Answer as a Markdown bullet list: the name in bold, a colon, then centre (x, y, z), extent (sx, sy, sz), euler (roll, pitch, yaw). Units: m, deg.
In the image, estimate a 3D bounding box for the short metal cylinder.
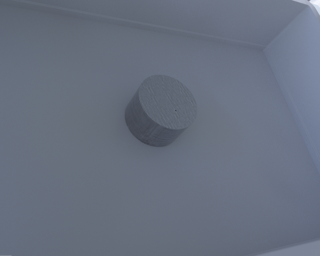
- **short metal cylinder**: centre (0.001, -0.022, 0.403), extent (0.081, 0.050, 0.080), euler (13, 56, -21)
